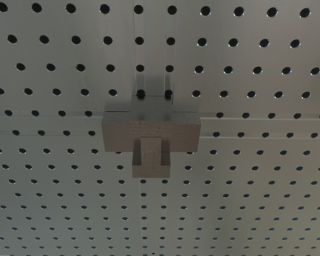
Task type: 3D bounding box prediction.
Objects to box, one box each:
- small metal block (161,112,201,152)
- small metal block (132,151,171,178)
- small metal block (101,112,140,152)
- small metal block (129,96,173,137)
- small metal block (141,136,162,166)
[{"bbox_3d":[0.026,0.006,0.417,0.050,0.025,0.050,1,130,-1],"label":"small metal block"},{"bbox_3d":[-0.012,0.042,0.431,0.050,0.050,0.025,1,130,-1],"label":"small metal block"},{"bbox_3d":[-0.049,0.006,0.415,0.050,0.025,0.050,0,130,-1],"label":"small metal block"},{"bbox_3d":[-0.011,-0.015,0.382,0.050,0.050,0.025,1,130,-1],"label":"small metal block"},{"bbox_3d":[-0.011,0.014,0.406,0.025,0.050,0.050,1,130,-1],"label":"small metal block"}]
